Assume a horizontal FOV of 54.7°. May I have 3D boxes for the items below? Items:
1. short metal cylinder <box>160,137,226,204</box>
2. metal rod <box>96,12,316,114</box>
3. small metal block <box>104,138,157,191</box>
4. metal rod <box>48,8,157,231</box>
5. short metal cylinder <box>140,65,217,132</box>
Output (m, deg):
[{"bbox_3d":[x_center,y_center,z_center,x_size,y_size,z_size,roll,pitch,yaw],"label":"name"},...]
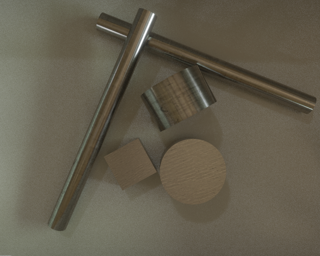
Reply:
[{"bbox_3d":[0.040,0.053,0.400,0.081,0.050,0.079,0,90,-1],"label":"short metal cylinder"},{"bbox_3d":[0.061,-0.085,0.412,0.301,0.025,0.025,22,90,-1],"label":"metal rod"},{"bbox_3d":[-0.038,0.047,0.411,0.050,0.025,0.050,-29,90,-1],"label":"small metal block"},{"bbox_3d":[-0.076,-0.006,0.396,0.025,0.025,0.298,24,95,-1],"label":"metal rod"},{"bbox_3d":[0.023,-0.036,0.384,0.080,0.080,0.050,-29,90,0],"label":"short metal cylinder"}]
